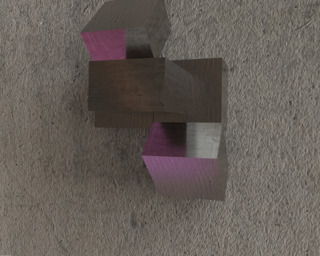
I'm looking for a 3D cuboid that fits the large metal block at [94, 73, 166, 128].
[{"bbox_3d":[-0.037,-0.040,0.407,0.080,0.050,0.079,1,90,19],"label":"large metal block"}]

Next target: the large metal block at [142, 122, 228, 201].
[{"bbox_3d":[0.034,0.039,0.362,0.080,0.080,0.050,1,47,19],"label":"large metal block"}]

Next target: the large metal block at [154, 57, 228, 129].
[{"bbox_3d":[0.039,-0.039,0.381,0.080,0.050,0.079,1,90,19],"label":"large metal block"}]

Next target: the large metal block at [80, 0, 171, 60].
[{"bbox_3d":[-0.039,-0.121,0.387,0.080,0.050,0.080,1,46,20],"label":"large metal block"}]

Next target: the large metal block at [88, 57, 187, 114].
[{"bbox_3d":[-0.020,-0.041,0.334,0.080,0.080,0.050,1,91,19],"label":"large metal block"}]
